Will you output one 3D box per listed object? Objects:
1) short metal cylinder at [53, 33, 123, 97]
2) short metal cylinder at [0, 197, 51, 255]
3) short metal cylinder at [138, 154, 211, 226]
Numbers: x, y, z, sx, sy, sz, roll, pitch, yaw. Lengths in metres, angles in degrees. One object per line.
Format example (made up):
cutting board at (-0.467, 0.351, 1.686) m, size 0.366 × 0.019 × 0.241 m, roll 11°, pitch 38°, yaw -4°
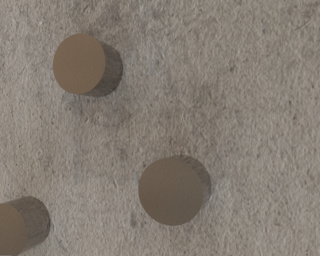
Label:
short metal cylinder at (-0.099, -0.084, 0.429) m, size 0.080 × 0.050 × 0.079 m, roll 0°, pitch 90°, yaw 19°
short metal cylinder at (-0.216, 0.149, 0.470) m, size 0.080 × 0.050 × 0.079 m, roll 0°, pitch 90°, yaw 19°
short metal cylinder at (0.020, 0.075, 0.388) m, size 0.080 × 0.050 × 0.079 m, roll 0°, pitch 90°, yaw 19°
